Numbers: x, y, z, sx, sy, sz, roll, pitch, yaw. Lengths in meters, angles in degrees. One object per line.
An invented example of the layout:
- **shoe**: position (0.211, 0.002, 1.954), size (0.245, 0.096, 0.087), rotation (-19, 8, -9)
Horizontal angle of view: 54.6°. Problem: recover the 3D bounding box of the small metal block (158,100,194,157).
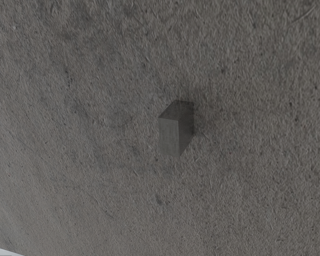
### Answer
- **small metal block**: position (0.021, 0.000, 0.380), size (0.025, 0.050, 0.050), rotation (10, 123, 23)
